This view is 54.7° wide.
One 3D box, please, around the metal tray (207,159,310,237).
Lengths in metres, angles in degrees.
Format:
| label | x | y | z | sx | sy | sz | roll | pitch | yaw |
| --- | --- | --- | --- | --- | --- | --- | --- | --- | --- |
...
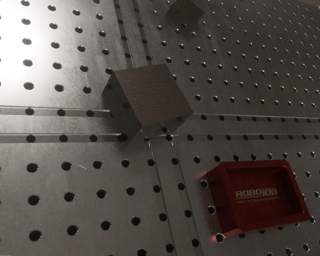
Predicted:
| label | x | y | z | sx | sy | sz | roll | pitch | yaw |
| --- | --- | --- | --- | --- | --- | --- | --- | --- | --- |
| metal tray | 0.136 | 0.091 | 0.424 | 0.131 | 0.030 | 0.090 | 1 | 61 | -28 |

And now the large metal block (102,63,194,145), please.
| label | x | y | z | sx | sy | sz | roll | pitch | yaw |
| --- | --- | --- | --- | --- | --- | --- | --- | --- | --- |
| large metal block | -0.017 | -0.033 | 0.404 | 0.081 | 0.050 | 0.080 | -17 | 71 | -35 |

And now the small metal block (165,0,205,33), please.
| label | x | y | z | sx | sy | sz | roll | pitch | yaw |
| --- | --- | --- | --- | --- | --- | --- | --- | --- | --- |
| small metal block | 0.046 | -0.207 | 0.561 | 0.050 | 0.025 | 0.050 | 39 | 51 | -2 |
